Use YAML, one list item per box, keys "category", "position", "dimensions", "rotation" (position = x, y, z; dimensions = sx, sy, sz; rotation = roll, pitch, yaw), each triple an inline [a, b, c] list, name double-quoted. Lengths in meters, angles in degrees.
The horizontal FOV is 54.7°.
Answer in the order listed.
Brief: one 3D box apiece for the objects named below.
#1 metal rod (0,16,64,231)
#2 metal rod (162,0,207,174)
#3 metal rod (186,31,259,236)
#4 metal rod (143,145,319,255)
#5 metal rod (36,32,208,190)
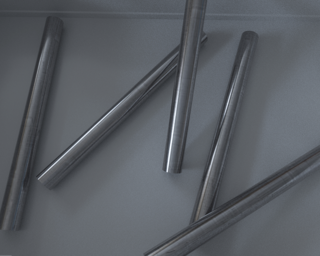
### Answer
- category: "metal rod"
  position: [-0.168, -0.020, 0.414]
  dimensions: [0.025, 0.025, 0.299]
  rotation: [4, 70, 1]
- category: "metal rod"
  position: [0.036, -0.093, 0.376]
  dimensions: [0.025, 0.025, 0.298]
  rotation: [8, 96, 2]
- category: "metal rod"
  position: [0.088, -0.003, 0.411]
  dimensions: [0.025, 0.025, 0.299]
  rotation: [17, 71, 6]
- category: "metal rod"
  position: [0.118, 0.078, 0.364]
  dimensions: [0.302, 0.025, 0.025]
  rotation: [-26, 72, -17]
- category: "metal rod"
  position: [-0.041, -0.035, 0.421]
  dimensions: [0.025, 0.025, 0.301]
  rotation: [41, 75, 13]
